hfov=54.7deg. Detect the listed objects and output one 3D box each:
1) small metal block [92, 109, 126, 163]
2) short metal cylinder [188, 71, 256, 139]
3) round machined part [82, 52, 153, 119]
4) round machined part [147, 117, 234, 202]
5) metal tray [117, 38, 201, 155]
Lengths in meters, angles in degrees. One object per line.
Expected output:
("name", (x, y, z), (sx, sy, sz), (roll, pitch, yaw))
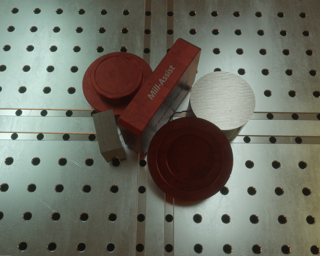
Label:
("small metal block", (-0.063, 0.011, 0.389), (0.025, 0.050, 0.050), (-14, 71, -5))
("short metal cylinder", (0.077, -0.027, 0.404), (0.081, 0.050, 0.080), (0, 70, 0))
("round machined part", (-0.056, -0.063, 0.420), (0.099, 0.042, 0.098), (0, 70, 0))
("round machined part", (0.037, 0.035, 0.374), (0.098, 0.042, 0.097), (0, 91, 10))
("metal tray", (0.001, -0.036, 0.386), (0.030, 0.090, 0.130), (31, 73, 10))
